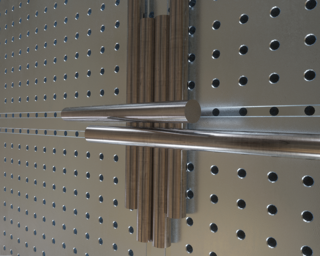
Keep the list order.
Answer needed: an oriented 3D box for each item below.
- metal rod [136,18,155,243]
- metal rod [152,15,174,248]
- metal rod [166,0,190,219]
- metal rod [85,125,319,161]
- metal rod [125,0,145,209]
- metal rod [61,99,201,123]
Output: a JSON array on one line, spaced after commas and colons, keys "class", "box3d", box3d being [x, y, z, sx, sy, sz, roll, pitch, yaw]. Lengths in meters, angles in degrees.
[{"class": "metal rod", "box3d": [-0.017, 0.003, 0.423, 0.025, 0.025, 0.298, 2, 91, 40]}, {"class": "metal rod", "box3d": [0.004, 0.005, 0.408, 0.025, 0.025, 0.298, 1, 91, 40]}, {"class": "metal rod", "box3d": [0.023, -0.038, 0.390, 0.025, 0.025, 0.298, 1, 91, 40]}, {"class": "metal rod", "box3d": [0.032, 0.013, 0.357, 0.300, 0.025, 0.025, 2, 92, 31]}, {"class": "metal rod", "box3d": [-0.035, -0.037, 0.439, 0.025, 0.025, 0.298, 1, 91, 40]}, {"class": "metal rod", "box3d": [-0.064, -0.021, 0.433, 0.299, 0.025, 0.025, 2, 91, 49]}]
